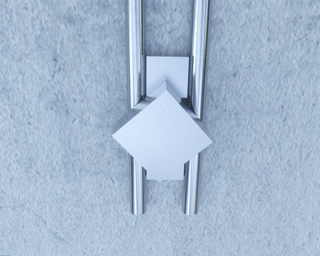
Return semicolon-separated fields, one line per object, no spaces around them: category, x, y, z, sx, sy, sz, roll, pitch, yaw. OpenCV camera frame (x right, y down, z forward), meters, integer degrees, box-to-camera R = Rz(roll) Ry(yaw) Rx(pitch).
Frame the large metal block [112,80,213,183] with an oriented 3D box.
large metal block;0.003;0.004;0.370;0.080;0.050;0.080;-39;106;13

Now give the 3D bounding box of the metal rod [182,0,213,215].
metal rod;0.047;-0.018;0.405;0.025;0.025;0.298;0;110;-1

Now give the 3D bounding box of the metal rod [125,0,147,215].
metal rod;-0.030;-0.019;0.404;0.025;0.025;0.298;0;110;-1

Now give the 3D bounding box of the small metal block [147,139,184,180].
small metal block;0.007;0.043;0.426;0.050;0.025;0.050;1;110;-1

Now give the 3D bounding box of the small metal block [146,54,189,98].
small metal block;0.009;-0.065;0.386;0.050;0.025;0.050;1;110;-1
